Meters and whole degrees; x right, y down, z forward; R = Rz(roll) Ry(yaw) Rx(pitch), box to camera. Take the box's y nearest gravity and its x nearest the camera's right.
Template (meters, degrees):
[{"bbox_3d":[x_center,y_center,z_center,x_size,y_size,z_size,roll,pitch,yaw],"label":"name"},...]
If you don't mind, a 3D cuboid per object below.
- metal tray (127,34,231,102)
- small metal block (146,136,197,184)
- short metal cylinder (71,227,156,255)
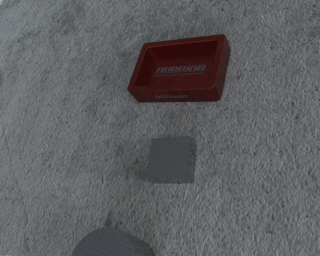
[{"bbox_3d":[0.026,-0.082,0.437,0.130,0.030,0.090,2,62,29],"label":"metal tray"},{"bbox_3d":[0.015,0.039,0.372,0.050,0.025,0.050,-5,59,25],"label":"small metal block"},{"bbox_3d":[-0.048,0.149,0.321,0.080,0.050,0.080,-13,56,21],"label":"short metal cylinder"}]
